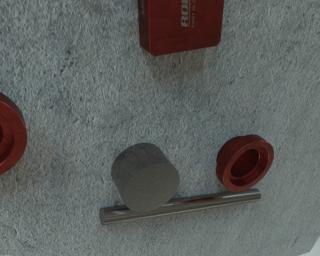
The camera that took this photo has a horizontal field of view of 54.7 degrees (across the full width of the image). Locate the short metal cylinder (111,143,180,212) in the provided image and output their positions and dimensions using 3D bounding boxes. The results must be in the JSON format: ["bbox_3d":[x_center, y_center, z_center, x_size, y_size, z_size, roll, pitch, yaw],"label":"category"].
[{"bbox_3d":[-0.020,0.067,0.423,0.081,0.050,0.079,-14,125,-21],"label":"short metal cylinder"}]

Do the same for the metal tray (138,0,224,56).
[{"bbox_3d":[0.023,-0.148,0.326,0.091,0.030,0.129,-15,125,-21],"label":"metal tray"}]

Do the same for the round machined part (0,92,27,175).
[{"bbox_3d":[-0.183,0.002,0.297,0.099,0.042,0.097,-14,125,-21],"label":"round machined part"}]

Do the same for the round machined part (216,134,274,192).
[{"bbox_3d":[0.132,0.052,0.503,0.099,0.042,0.097,-14,125,-21],"label":"round machined part"}]

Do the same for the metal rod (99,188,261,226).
[{"bbox_3d":[0.050,0.127,0.514,0.303,0.025,0.025,0,118,-29],"label":"metal rod"}]
